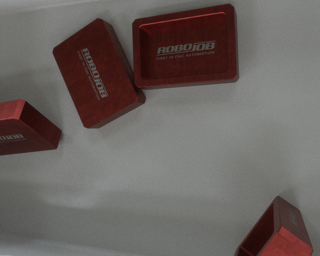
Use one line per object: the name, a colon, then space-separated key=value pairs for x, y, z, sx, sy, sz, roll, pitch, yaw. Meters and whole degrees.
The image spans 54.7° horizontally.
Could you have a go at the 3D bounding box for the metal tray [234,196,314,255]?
metal tray: x=0.108 y=0.126 z=0.316 sx=0.030 sy=0.130 sz=0.090 roll=35 pitch=101 yaw=16

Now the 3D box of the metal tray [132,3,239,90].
metal tray: x=0.031 y=-0.099 z=0.396 sx=0.130 sy=0.030 sz=0.089 roll=-2 pitch=89 yaw=19

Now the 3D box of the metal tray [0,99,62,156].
metal tray: x=-0.224 y=0.004 z=0.451 sx=0.130 sy=0.090 sz=0.030 roll=-7 pitch=57 yaw=19

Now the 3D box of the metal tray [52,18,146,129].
metal tray: x=-0.087 y=-0.075 z=0.437 sx=0.090 sy=0.030 sz=0.130 roll=-27 pitch=81 yaw=17
